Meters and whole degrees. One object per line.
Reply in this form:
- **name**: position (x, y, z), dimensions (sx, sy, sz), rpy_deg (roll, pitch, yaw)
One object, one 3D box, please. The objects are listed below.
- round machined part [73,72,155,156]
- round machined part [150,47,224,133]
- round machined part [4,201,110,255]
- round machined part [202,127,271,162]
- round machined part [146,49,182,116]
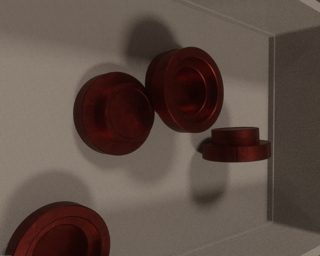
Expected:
- **round machined part**: position (-0.045, -0.016, 0.359), dimensions (0.099, 0.042, 0.097), rpy_deg (0, 90, -40)
- **round machined part**: position (0.028, -0.043, 0.366), dimensions (0.099, 0.042, 0.097), rpy_deg (0, 90, -40)
- **round machined part**: position (-0.103, 0.122, 0.310), dimensions (0.099, 0.042, 0.097), rpy_deg (0, 90, -40)
- **round machined part**: position (0.111, 0.021, 0.455), dimensions (0.099, 0.098, 0.042), rpy_deg (-6, 94, -40)
- **round machined part**: position (0.032, -0.059, 0.424), dimensions (0.099, 0.042, 0.097), rpy_deg (0, 90, -40)
